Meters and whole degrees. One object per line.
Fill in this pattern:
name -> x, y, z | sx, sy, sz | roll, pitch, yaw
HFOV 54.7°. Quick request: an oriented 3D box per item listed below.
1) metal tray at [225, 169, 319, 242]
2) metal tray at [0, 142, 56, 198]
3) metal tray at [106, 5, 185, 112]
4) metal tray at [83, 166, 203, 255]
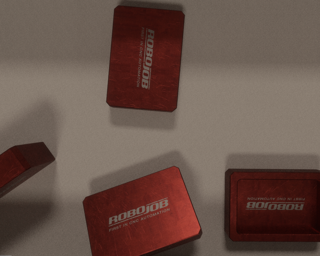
metal tray -> 0.154, 0.101, 0.411 | 0.131, 0.030, 0.089 | 1, 90, -1
metal tray -> -0.202, 0.068, 0.376 | 0.130, 0.090, 0.030 | -35, 91, 0
metal tray -> -0.018, -0.089, 0.409 | 0.091, 0.030, 0.129 | 5, 90, -1
metal tray -> -0.023, 0.112, 0.388 | 0.131, 0.030, 0.090 | -19, 60, -1
